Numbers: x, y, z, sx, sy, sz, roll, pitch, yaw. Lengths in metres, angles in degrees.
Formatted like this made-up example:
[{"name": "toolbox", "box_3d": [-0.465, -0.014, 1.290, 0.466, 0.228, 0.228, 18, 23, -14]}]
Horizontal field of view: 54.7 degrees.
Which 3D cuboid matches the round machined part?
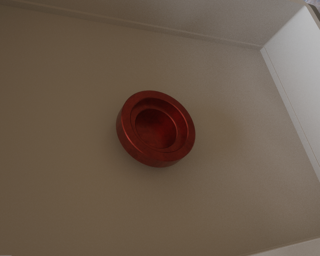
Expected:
[{"name": "round machined part", "box_3d": [-0.008, 0.005, 0.389, 0.099, 0.042, 0.098, 14, 56, -21]}]
